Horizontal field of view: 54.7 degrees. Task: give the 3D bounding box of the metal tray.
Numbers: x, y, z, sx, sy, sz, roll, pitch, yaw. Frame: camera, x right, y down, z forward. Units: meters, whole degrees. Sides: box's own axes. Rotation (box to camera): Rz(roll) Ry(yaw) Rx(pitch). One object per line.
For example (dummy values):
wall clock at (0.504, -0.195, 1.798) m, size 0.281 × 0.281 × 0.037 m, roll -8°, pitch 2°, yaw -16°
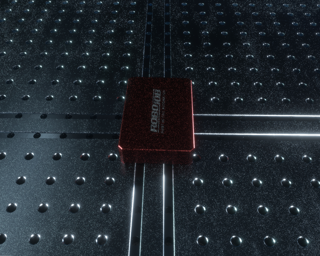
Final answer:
metal tray at (-0.002, -0.014, 0.415) m, size 0.091 × 0.030 × 0.130 m, roll 2°, pitch 50°, yaw 1°
